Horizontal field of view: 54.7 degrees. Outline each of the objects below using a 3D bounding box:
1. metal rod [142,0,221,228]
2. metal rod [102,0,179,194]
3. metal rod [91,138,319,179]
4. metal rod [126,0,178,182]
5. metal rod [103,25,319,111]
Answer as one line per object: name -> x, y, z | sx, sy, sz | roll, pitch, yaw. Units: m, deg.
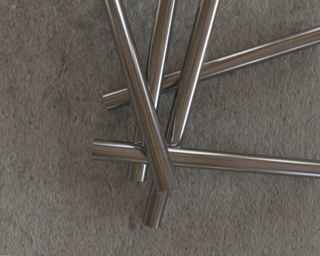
metal rod -> 0.025, -0.017, 0.391 | 0.025, 0.025, 0.298 | 14, 97, -1
metal rod -> -0.033, -0.071, 0.370 | 0.025, 0.025, 0.299 | -17, 74, 0
metal rod -> 0.071, 0.040, 0.383 | 0.302, 0.025, 0.025 | 6, 90, -12
metal rod -> -0.004, -0.082, 0.381 | 0.025, 0.025, 0.298 | 10, 94, -1
metal rod -> 0.072, -0.080, 0.410 | 0.302, 0.025, 0.025 | -18, 90, -1
